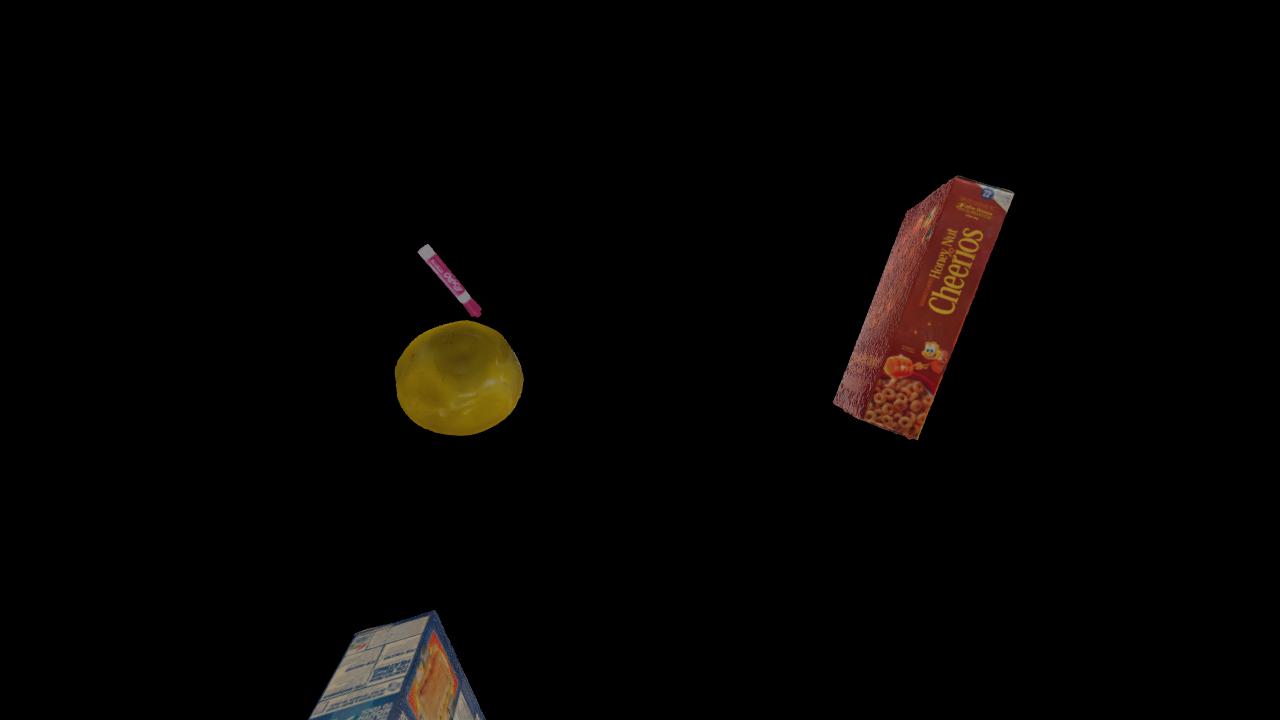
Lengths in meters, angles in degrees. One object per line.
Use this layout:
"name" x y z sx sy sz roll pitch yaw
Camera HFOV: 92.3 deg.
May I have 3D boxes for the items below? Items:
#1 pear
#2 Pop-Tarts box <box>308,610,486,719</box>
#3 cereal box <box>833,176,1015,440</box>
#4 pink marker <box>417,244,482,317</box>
"pear" -0.122 0.023 0.421 0.080 0.080 0.111 0 -25 -14
"Pop-Tarts box" -0.198 0.333 0.523 0.083 0.167 0.141 -18 15 0
"cereal box" 0.354 -0.062 0.798 0.081 0.306 0.203 21 4 7
"pink marker" -0.262 -0.108 0.858 0.020 0.121 0.020 -27 28 16
